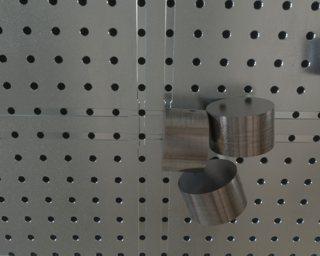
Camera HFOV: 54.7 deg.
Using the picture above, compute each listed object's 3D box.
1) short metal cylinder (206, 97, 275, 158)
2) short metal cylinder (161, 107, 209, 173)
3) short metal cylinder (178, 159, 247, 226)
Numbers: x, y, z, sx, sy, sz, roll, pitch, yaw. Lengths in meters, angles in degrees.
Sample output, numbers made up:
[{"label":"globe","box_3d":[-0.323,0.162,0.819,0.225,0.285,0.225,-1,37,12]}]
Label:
[{"label":"short metal cylinder","box_3d":[0.100,-0.004,0.384,0.080,0.080,0.050,-7,110,2]},{"label":"short metal cylinder","box_3d":[0.029,0.015,0.390,0.050,0.080,0.079,3,110,-2]},{"label":"short metal cylinder","box_3d":[0.070,0.084,0.416,0.080,0.080,0.050,-19,109,6]}]
